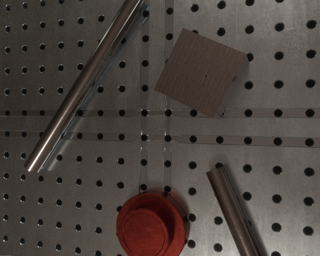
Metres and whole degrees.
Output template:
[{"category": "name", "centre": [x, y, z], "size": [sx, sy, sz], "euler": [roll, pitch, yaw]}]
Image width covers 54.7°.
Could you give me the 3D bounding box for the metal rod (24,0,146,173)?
[{"category": "metal rod", "centre": [-0.114, -0.058, 0.451], "size": [0.025, 0.025, 0.299], "euler": [38, 102, 15]}]

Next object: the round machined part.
[{"category": "round machined part", "centre": [-0.014, 0.135, 0.408], "size": [0.098, 0.042, 0.097], "euler": [0, 90, 19]}]

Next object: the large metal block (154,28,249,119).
[{"category": "large metal block", "centre": [0.052, -0.064, 0.380], "size": [0.080, 0.050, 0.080], "euler": [28, 99, 17]}]

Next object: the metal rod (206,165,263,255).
[{"category": "metal rod", "centre": [0.125, 0.189, 0.368], "size": [0.025, 0.025, 0.299], "euler": [-25, 82, 18]}]
